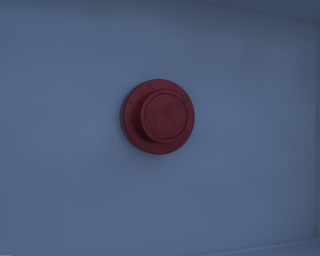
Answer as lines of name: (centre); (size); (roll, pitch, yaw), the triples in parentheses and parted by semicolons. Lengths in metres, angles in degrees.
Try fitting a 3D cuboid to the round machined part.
round machined part: (0.001, -0.014, 0.398); (0.099, 0.042, 0.097); (0, 90, -20)
